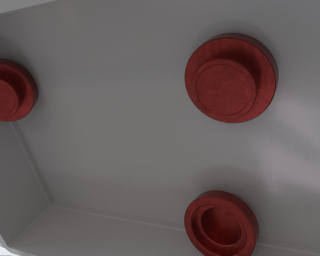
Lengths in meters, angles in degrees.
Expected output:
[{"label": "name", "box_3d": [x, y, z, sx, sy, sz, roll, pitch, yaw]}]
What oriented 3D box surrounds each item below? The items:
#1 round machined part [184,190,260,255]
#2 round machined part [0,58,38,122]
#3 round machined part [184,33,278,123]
[{"label": "round machined part", "box_3d": [0.086, 0.130, 0.423, 0.098, 0.042, 0.097, 10, 109, 29]}, {"label": "round machined part", "box_3d": [-0.242, -0.052, 0.468, 0.099, 0.042, 0.097, -1, 119, -2]}, {"label": "round machined part", "box_3d": [0.072, -0.047, 0.330, 0.098, 0.042, 0.097, 13, 124, 21]}]
